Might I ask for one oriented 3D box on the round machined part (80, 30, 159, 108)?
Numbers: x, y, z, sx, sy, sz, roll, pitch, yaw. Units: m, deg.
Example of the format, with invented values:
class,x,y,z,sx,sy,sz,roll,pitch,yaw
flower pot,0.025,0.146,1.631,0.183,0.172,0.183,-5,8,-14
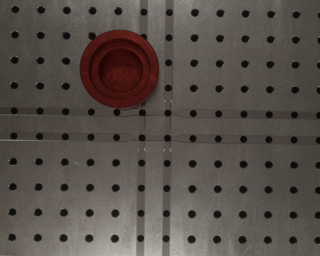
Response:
class,x,y,z,sx,sy,sz,roll,pitch,yaw
round machined part,-0.050,-0.073,0.404,0.099,0.042,0.097,0,90,-1
